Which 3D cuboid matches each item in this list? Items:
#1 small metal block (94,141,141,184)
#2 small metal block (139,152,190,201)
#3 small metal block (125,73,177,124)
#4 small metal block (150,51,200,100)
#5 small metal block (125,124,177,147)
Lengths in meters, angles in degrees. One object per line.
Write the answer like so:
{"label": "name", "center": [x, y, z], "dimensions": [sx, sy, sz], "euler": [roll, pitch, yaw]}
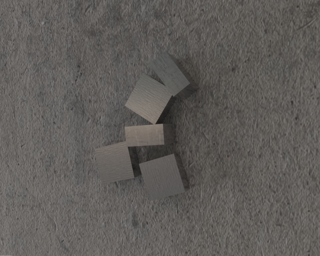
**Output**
{"label": "small metal block", "center": [-0.058, 0.047, 0.429], "dimensions": [0.050, 0.025, 0.050], "euler": [-14, 85, 19]}
{"label": "small metal block", "center": [0.006, 0.063, 0.407], "dimensions": [0.050, 0.025, 0.050], "euler": [-18, 84, 19]}
{"label": "small metal block", "center": [-0.010, -0.038, 0.413], "dimensions": [0.050, 0.025, 0.050], "euler": [33, 101, 17]}
{"label": "small metal block", "center": [0.020, -0.064, 0.389], "dimensions": [0.025, 0.050, 0.050], "euler": [-39, 78, 16]}
{"label": "small metal block", "center": [-0.011, 0.009, 0.399], "dimensions": [0.050, 0.050, 0.025], "euler": [-5, 89, 20]}
